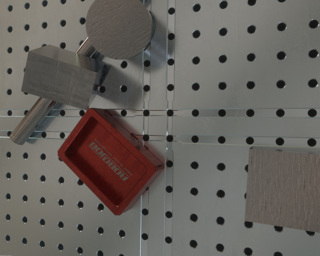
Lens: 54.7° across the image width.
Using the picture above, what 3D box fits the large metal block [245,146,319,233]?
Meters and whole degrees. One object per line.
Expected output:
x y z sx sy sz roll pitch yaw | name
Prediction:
0.142 0.065 0.349 0.080 0.050 0.079 4 91 20 | large metal block

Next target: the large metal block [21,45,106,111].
-0.122 -0.069 0.408 0.080 0.080 0.050 17 109 -8 | large metal block

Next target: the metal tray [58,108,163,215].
-0.072 0.045 0.435 0.130 0.030 0.090 42 103 15 | metal tray

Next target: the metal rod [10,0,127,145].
-0.128 -0.088 0.457 0.025 0.025 0.299 47 104 14 | metal rod

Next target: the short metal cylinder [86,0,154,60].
-0.050 -0.131 0.402 0.080 0.050 0.079 0 107 2 | short metal cylinder
